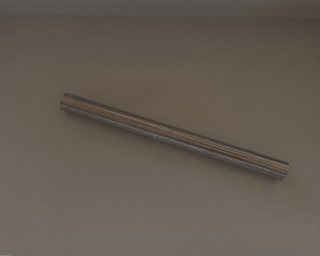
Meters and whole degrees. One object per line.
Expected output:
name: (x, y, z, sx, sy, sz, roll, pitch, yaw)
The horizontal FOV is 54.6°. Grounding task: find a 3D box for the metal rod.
metal rod: (0.014, 0.009, 0.405, 0.301, 0.025, 0.025, 18, 71, 6)
